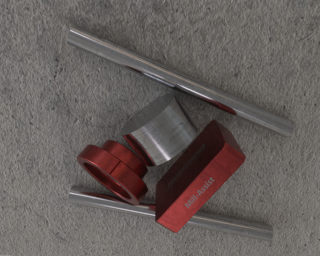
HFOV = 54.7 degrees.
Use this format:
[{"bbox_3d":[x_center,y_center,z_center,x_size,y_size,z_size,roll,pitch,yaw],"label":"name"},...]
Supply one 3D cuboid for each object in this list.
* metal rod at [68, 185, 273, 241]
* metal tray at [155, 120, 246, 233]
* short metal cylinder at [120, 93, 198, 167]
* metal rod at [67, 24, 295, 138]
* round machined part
[{"bbox_3d":[0.019,0.126,0.456,0.302,0.025,0.025,12,110,-5],"label":"metal rod"},{"bbox_3d":[0.045,0.059,0.397,0.030,0.090,0.130,36,106,-12],"label":"metal tray"},{"bbox_3d":[-0.001,0.002,0.381,0.080,0.080,0.050,-34,107,11],"label":"short metal cylinder"},{"bbox_3d":[0.033,-0.055,0.389,0.302,0.025,0.025,22,109,-8],"label":"metal rod"},{"bbox_3d":[-0.055,0.052,0.400,0.098,0.098,0.042,44,66,-15],"label":"round machined part"}]
